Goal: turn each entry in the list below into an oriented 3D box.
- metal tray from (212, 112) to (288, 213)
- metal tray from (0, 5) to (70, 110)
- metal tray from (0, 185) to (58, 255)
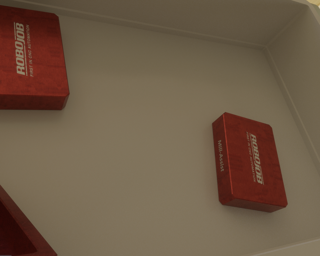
[{"bbox_3d":[0.125,0.047,0.440,0.091,0.030,0.130,14,56,-20],"label":"metal tray"},{"bbox_3d":[-0.163,-0.084,0.366,0.091,0.030,0.130,-1,62,-29],"label":"metal tray"},{"bbox_3d":[-0.141,0.074,0.210,0.091,0.130,0.030,12,95,-45],"label":"metal tray"}]
